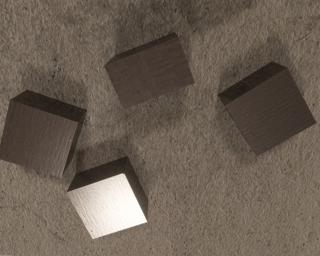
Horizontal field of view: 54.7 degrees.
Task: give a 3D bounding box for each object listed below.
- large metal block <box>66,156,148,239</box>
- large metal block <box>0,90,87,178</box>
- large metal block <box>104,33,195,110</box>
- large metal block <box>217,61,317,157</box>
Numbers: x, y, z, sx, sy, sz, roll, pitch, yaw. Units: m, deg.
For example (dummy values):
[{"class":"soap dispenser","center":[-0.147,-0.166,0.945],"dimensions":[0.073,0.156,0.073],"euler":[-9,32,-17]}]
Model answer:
[{"class":"large metal block","center":[-0.069,0.096,0.431],"dimensions":[0.080,0.050,0.080],"euler":[-20,109,6]},{"class":"large metal block","center":[-0.149,0.007,0.397],"dimensions":[0.080,0.050,0.079],"euler":[19,109,-8]},{"class":"large metal block","center":[-0.010,-0.069,0.355],"dimensions":[0.080,0.080,0.050],"euler":[-20,109,7]},{"class":"large metal block","center":[0.132,-0.025,0.389],"dimensions":[0.080,0.050,0.080],"euler":[-32,107,11]}]
